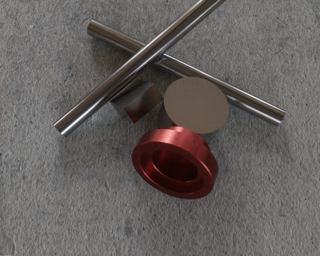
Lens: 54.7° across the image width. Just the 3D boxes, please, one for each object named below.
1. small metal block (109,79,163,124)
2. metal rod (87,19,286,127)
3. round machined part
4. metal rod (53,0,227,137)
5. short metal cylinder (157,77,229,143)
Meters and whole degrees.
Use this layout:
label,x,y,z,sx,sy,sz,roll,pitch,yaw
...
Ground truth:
label,x,y,z,sx,sy,sz,roll,pitch,yaw
small metal block,-0.031,-0.036,0.406,0.050,0.050,0.025,-41,120,-14
metal rod,0.030,-0.081,0.438,0.301,0.025,0.025,28,72,9
round machined part,0.020,0.036,0.361,0.098,0.097,0.042,24,50,8
metal rod,-0.019,-0.096,0.418,0.300,0.025,0.025,-41,75,-5
short metal cylinder,0.040,-0.018,0.394,0.081,0.050,0.080,5,62,-9
